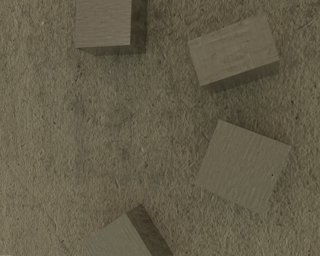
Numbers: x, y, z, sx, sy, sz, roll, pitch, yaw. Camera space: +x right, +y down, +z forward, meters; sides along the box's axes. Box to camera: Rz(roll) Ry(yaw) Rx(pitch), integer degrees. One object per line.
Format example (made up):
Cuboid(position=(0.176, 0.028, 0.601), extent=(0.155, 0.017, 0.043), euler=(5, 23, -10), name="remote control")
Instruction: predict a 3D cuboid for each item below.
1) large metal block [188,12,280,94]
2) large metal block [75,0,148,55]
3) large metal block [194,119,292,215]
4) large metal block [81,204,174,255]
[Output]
Cuboid(position=(0.086, -0.078, 0.349), extent=(0.080, 0.080, 0.050), euler=(-17, 85, 19), name="large metal block")
Cuboid(position=(-0.065, -0.144, 0.418), extent=(0.080, 0.050, 0.080), euler=(2, 91, 20), name="large metal block")
Cuboid(position=(0.096, 0.041, 0.362), extent=(0.080, 0.050, 0.080), euler=(22, 97, 18), name="large metal block")
Cuboid(position=(-0.043, 0.161, 0.411), extent=(0.080, 0.050, 0.080), euler=(-37, 78, 16), name="large metal block")
